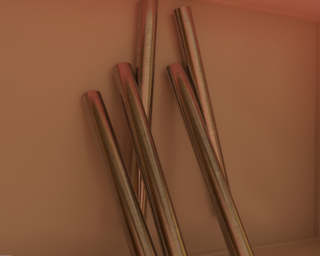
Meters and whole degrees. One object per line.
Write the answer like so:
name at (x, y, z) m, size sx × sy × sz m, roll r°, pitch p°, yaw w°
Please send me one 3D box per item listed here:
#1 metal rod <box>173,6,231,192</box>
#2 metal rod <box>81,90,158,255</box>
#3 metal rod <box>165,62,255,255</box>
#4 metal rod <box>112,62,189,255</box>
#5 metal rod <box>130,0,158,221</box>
metal rod at (0.063, -0.016, 0.433) m, size 0.025 × 0.025 × 0.298 m, roll -15°, pitch 95°, yaw -19°
metal rod at (-0.032, 0.089, 0.325) m, size 0.025 × 0.025 × 0.299 m, roll -14°, pitch 66°, yaw -20°
metal rod at (0.062, 0.053, 0.369) m, size 0.025 × 0.025 × 0.299 m, roll -10°, pitch 69°, yaw -20°
metal rod at (-0.007, 0.057, 0.342) m, size 0.025 × 0.025 × 0.299 m, roll -10°, pitch 68°, yaw -20°
metal rod at (-0.022, -0.019, 0.401) m, size 0.025 × 0.025 × 0.298 m, roll 3°, pitch 89°, yaw -20°
